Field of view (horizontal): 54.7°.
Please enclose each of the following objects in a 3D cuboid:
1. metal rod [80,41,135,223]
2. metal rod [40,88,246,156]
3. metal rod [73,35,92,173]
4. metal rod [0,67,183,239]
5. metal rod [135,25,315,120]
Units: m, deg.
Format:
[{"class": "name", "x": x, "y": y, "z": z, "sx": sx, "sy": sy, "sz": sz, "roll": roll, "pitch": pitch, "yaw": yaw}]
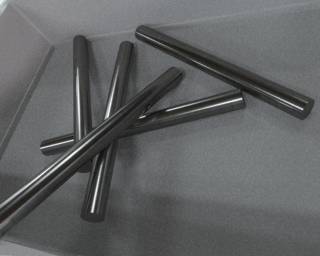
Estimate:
[{"class": "metal rod", "x": -0.062, "y": -0.021, "z": 0.418, "sx": 0.025, "sy": 0.025, "sz": 0.300, "roll": -14, "pitch": 46, "yaw": 20}, {"class": "metal rod", "x": -0.037, "y": -0.002, "z": 0.425, "sx": 0.301, "sy": 0.025, "sz": 0.025, "roll": -14, "pitch": 56, "yaw": 20}, {"class": "metal rod", "x": -0.122, "y": -0.058, "z": 0.481, "sx": 0.025, "sy": 0.025, "sz": 0.300, "roll": -26, "pitch": 46, "yaw": 11}, {"class": "metal rod", "x": -0.068, "y": 0.010, "z": 0.357, "sx": 0.025, "sy": 0.025, "sz": 0.302, "roll": 18, "pitch": 47, "yaw": 35}, {"class": "metal rod", "x": 0.064, "y": -0.090, "z": 0.426, "sx": 0.025, "sy": 0.025, "sz": 0.300, "roll": -49, "pitch": 52, "yaw": -6}]
